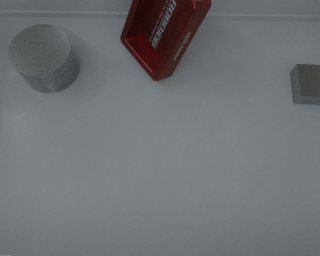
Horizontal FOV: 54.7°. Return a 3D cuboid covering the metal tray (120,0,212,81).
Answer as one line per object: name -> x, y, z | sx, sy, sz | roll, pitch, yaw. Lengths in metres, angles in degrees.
metal tray -> 0.001, -0.136, 0.403 | 0.030, 0.129, 0.090 | -27, 71, -37

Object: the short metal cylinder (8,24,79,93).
short metal cylinder -> -0.158, -0.095, 0.429 | 0.081, 0.050, 0.080 | 0, 70, 0

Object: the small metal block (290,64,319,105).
small metal block -> 0.215, -0.061, 0.435 | 0.050, 0.025, 0.050 | 3, 70, 0
